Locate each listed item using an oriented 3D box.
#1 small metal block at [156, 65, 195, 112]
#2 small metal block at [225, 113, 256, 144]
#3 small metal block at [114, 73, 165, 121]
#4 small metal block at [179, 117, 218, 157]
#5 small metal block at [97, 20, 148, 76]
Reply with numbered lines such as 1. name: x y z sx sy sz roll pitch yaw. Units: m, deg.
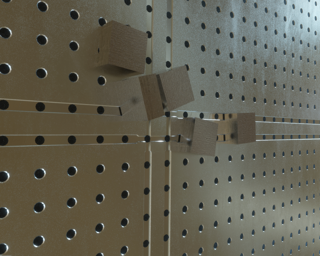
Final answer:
1. small metal block: 0.016 -0.053 0.421 0.050 0.025 0.050 -26 106 -37
2. small metal block: 0.135 0.000 0.521 0.050 0.025 0.050 -4 93 -40
3. small metal block: -0.025 -0.036 0.371 0.025 0.050 0.050 -20 103 -38
4. small metal block: 0.057 0.014 0.456 0.050 0.025 0.050 13 82 -39
5. small metal block: -0.044 -0.094 0.371 0.050 0.025 0.050 8 85 -40
